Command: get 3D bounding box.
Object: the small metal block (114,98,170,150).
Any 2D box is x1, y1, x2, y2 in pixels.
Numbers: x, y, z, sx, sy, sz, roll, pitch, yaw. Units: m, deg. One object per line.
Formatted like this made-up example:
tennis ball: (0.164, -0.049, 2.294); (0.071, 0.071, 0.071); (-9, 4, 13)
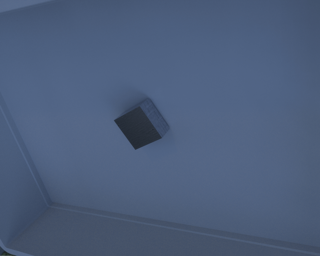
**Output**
small metal block: (-0.024, -0.005, 0.413); (0.050, 0.025, 0.050); (-26, 105, 36)
